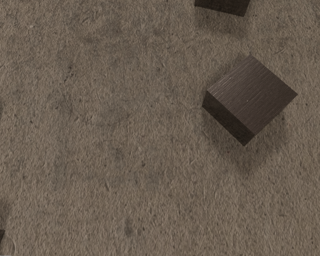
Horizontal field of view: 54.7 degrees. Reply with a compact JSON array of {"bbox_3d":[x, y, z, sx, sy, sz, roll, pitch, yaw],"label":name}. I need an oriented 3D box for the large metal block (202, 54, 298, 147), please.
[{"bbox_3d":[0.115,-0.036,0.410,0.080,0.050,0.080,-40,75,-14],"label":"large metal block"}]

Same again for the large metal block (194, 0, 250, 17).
[{"bbox_3d":[0.104,-0.229,0.480,0.080,0.050,0.080,15,71,5],"label":"large metal block"}]

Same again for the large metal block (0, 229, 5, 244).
[{"bbox_3d":[-0.234,0.145,0.339,0.080,0.050,0.080,10,70,3],"label":"large metal block"}]
